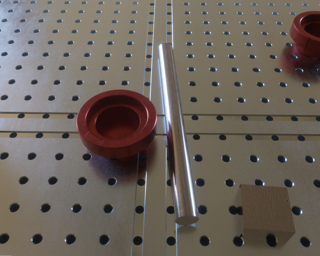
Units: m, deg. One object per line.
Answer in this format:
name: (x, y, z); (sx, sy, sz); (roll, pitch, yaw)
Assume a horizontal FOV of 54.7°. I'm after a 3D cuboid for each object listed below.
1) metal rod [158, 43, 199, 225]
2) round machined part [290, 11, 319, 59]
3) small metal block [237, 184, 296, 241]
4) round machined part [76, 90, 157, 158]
metal rod: (0.019, -0.017, 0.421); (0.025, 0.025, 0.300); (-3, 50, -2)
round machined part: (0.272, -0.155, 0.529); (0.099, 0.042, 0.098); (0, 50, 0)
small metal block: (0.111, 0.090, 0.332); (0.050, 0.025, 0.050); (4, 50, 3)
round machined part: (-0.053, -0.001, 0.397); (0.099, 0.042, 0.098); (0, 50, 0)
